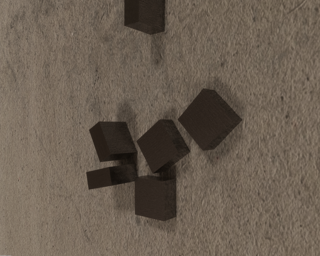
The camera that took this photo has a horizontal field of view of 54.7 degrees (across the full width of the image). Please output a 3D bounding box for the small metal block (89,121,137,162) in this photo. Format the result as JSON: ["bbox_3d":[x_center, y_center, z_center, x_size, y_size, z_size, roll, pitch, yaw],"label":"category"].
[{"bbox_3d":[-0.066,0.019,0.441,0.025,0.050,0.050,-35,69,34],"label":"small metal block"}]

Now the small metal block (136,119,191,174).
[{"bbox_3d":[0.003,0.024,0.400,0.050,0.025,0.050,-42,65,31],"label":"small metal block"}]

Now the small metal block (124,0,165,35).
[{"bbox_3d":[-0.019,-0.154,0.403,0.025,0.050,0.050,1,91,40],"label":"small metal block"}]

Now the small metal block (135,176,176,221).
[{"bbox_3d":[-0.006,0.091,0.408,0.050,0.025,0.050,-1,90,39],"label":"small metal block"}]

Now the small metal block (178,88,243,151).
[{"bbox_3d":[0.056,-0.010,0.357,0.050,0.025,0.050,-51,60,27],"label":"small metal block"}]

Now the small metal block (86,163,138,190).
[{"bbox_3d":[-0.068,0.069,0.442,0.050,0.050,0.025,-17,80,38],"label":"small metal block"}]
